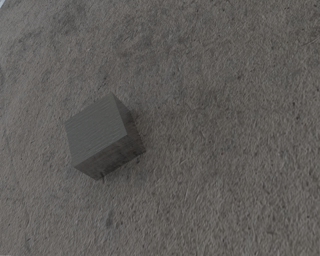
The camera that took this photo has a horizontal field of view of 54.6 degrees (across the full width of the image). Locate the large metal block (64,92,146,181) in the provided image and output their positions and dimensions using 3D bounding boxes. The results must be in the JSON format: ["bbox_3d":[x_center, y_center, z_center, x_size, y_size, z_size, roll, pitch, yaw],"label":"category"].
[{"bbox_3d":[-0.076,0.011,0.422,0.080,0.050,0.080,-31,52,8],"label":"large metal block"}]
